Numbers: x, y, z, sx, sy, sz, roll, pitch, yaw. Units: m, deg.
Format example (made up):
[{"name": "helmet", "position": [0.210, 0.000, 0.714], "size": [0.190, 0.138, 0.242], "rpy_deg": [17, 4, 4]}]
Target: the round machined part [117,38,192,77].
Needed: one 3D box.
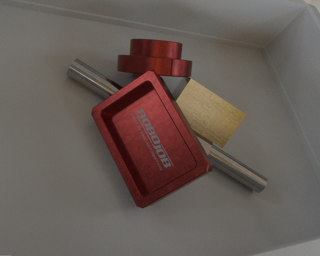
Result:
[{"name": "round machined part", "position": [-0.006, -0.093, 0.410], "size": [0.099, 0.098, 0.042], "rpy_deg": [-2, 103, -30]}]

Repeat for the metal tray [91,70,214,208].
[{"name": "metal tray", "position": [-0.011, 0.012, 0.352], "size": [0.130, 0.090, 0.030], "rpy_deg": [61, 13, 15]}]

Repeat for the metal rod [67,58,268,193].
[{"name": "metal rod", "position": [0.015, 0.001, 0.413], "size": [0.301, 0.025, 0.025], "rpy_deg": [32, 51, -8]}]

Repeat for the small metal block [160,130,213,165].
[{"name": "small metal block", "position": [0.030, 0.024, 0.390], "size": [0.050, 0.050, 0.025], "rpy_deg": [33, 51, -7]}]

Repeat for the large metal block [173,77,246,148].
[{"name": "large metal block", "position": [0.055, -0.024, 0.409], "size": [0.080, 0.050, 0.080], "rpy_deg": [32, 9, -8]}]
